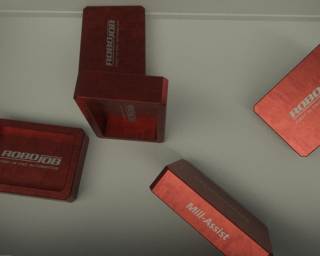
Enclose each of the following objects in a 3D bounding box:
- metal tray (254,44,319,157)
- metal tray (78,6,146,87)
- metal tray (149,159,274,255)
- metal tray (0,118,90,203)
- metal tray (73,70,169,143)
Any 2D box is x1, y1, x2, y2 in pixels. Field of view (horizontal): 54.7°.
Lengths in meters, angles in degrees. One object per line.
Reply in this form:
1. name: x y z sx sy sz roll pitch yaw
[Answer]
1. metal tray: 0.198 -0.038 0.391 0.130 0.030 0.090 -46 74 15
2. metal tray: -0.066 -0.115 0.448 0.091 0.030 0.130 -1 70 -1
3. metal tray: 0.058 0.089 0.340 0.130 0.090 0.030 39 99 12
4. metal tray: -0.164 0.040 0.390 0.131 0.030 0.090 7 70 2
5. metal tray: -0.038 -0.018 0.360 0.091 0.130 0.030 5 70 1
